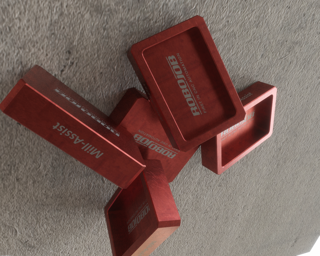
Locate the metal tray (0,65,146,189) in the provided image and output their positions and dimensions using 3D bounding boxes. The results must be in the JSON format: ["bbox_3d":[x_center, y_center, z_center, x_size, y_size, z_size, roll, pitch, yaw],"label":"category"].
[{"bbox_3d":[-0.079,-0.003,0.302,0.130,0.090,0.030,38,97,-23],"label":"metal tray"}]

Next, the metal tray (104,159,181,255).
[{"bbox_3d":[-0.029,0.111,0.395,0.030,0.090,0.129,6,136,-31],"label":"metal tray"}]

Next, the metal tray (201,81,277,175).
[{"bbox_3d":[0.115,-0.002,0.448,0.131,0.030,0.089,-30,130,-28],"label":"metal tray"}]

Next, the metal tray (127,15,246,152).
[{"bbox_3d":[0.031,-0.049,0.355,0.090,0.030,0.129,-28,99,-11],"label":"metal tray"}]

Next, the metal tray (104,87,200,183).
[{"bbox_3d":[-0.010,0.015,0.410,0.131,0.030,0.090,28,103,-38],"label":"metal tray"}]
